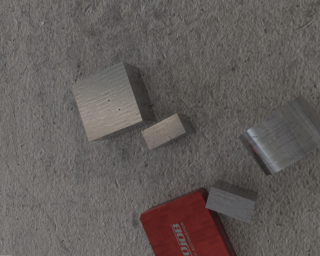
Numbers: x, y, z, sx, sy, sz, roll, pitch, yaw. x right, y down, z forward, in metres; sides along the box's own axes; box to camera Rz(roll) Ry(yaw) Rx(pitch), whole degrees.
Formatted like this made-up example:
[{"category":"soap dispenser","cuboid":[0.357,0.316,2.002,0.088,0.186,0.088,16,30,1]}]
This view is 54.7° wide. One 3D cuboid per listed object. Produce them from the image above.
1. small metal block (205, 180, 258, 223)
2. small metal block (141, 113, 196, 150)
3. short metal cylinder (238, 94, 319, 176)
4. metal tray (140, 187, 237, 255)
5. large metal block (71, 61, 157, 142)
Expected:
[{"category":"small metal block","cuboid":[0.086,0.085,0.365,0.050,0.050,0.025,16,96,19]},{"category":"small metal block","cuboid":[0.012,0.005,0.391,0.050,0.050,0.025,-28,81,18]},{"category":"short metal cylinder","cuboid":[0.133,0.008,0.333,0.080,0.080,0.050,-37,78,16]},{"category":"metal tray","cuboid":[0.041,0.152,0.392,0.090,0.030,0.130,-27,81,18]},{"category":"large metal block","cuboid":[-0.061,-0.033,0.417,0.080,0.050,0.080,-21,83,18]}]
